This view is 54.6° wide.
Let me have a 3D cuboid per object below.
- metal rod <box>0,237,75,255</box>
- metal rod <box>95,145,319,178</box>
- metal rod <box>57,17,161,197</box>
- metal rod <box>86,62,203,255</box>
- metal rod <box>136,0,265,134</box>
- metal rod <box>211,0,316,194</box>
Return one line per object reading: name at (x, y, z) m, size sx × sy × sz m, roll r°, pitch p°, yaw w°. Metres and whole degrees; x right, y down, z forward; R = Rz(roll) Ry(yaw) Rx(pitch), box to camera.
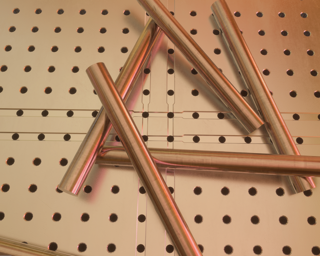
metal rod at (-0.121, 0.154, 0.354) m, size 0.301 × 0.025 × 0.025 m, roll 12°, pitch 71°, yaw 4°
metal rod at (0.067, 0.041, 0.381) m, size 0.301 × 0.025 × 0.025 m, roll 3°, pitch 70°, yaw 7°
metal rod at (-0.051, -0.053, 0.414) m, size 0.025 × 0.025 × 0.300 m, roll 20°, pitch 65°, yaw 7°
metal rod at (-0.011, 0.057, 0.362) m, size 0.025 × 0.025 × 0.299 m, roll -27°, pitch 83°, yaw -9°
metal rod at (0.037, -0.116, 0.433) m, size 0.025 × 0.025 × 0.300 m, roll -37°, pitch 82°, yaw -12°
metal rod at (0.136, -0.057, 0.433) m, size 0.025 × 0.025 × 0.299 m, roll -17°, pitch 71°, yaw -6°
